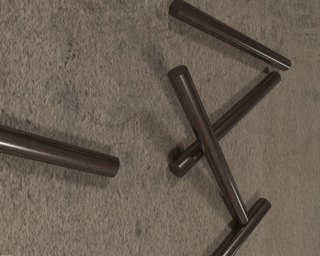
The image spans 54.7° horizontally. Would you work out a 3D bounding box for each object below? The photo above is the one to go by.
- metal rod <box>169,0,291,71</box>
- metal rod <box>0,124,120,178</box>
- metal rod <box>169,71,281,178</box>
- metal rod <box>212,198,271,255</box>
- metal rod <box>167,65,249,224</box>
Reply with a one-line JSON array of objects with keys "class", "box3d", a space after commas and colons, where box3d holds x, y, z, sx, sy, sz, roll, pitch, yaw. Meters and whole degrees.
[{"class": "metal rod", "box3d": [0.135, -0.145, 0.520, 0.302, 0.025, 0.025, 10, 84, -40]}, {"class": "metal rod", "box3d": [-0.165, 0.002, 0.267, 0.302, 0.025, 0.025, 21, 77, -38]}, {"class": "metal rod", "box3d": [0.121, -0.019, 0.508, 0.302, 0.025, 0.025, -38, 114, -34]}, {"class": "metal rod", "box3d": [0.091, 0.209, 0.484, 0.302, 0.025, 0.025, -34, 112, -35]}, {"class": "metal rod", "box3d": [0.080, 0.043, 0.442, 0.025, 0.025, 0.299, -50, 129, -28]}]
